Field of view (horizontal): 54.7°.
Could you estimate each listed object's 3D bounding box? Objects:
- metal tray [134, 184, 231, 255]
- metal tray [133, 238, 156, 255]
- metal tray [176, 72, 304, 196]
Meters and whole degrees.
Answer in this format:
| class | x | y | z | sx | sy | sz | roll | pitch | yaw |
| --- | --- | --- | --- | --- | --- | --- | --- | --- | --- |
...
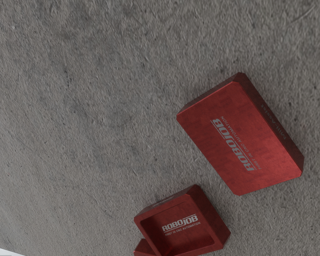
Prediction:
| class | x | y | z | sx | sy | sz | roll | pitch | yaw |
| --- | --- | --- | --- | --- | --- | --- | --- | --- | --- |
| metal tray | 0.029 | 0.149 | 0.469 | 0.129 | 0.030 | 0.090 | -35 | 88 | 38 |
| metal tray | 0.011 | 0.265 | 0.562 | 0.090 | 0.030 | 0.129 | 1 | 119 | 27 |
| metal tray | 0.093 | 0.012 | 0.362 | 0.090 | 0.030 | 0.130 | -31 | 102 | 38 |
